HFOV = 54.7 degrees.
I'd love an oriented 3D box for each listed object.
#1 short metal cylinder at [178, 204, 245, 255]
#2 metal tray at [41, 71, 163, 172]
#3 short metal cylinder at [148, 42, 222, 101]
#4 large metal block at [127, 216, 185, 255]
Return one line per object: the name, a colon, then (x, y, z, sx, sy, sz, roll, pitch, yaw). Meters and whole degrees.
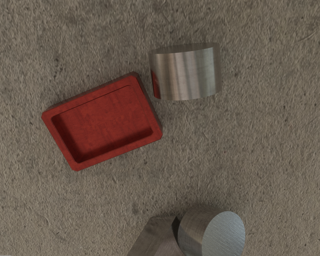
short metal cylinder: (0.072, 0.151, 0.432, 0.081, 0.050, 0.080, 0, 90, -34)
metal tray: (-0.072, -0.007, 0.403, 0.130, 0.030, 0.090, -22, 109, 7)
short metal cylinder: (0.029, -0.067, 0.356, 0.080, 0.080, 0.050, -7, 110, 2)
large metal block: (0.007, 0.185, 0.441, 0.050, 0.080, 0.080, -17, 113, 38)
